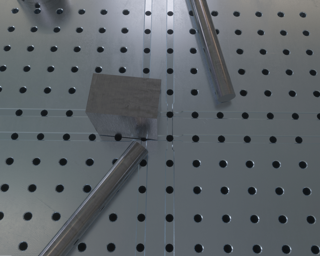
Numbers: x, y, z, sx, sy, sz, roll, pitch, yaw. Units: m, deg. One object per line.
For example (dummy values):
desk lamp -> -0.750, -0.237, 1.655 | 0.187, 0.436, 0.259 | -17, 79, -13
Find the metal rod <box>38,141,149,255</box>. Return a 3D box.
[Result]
metal rod -> -0.116, 0.136, 0.360 | 0.025, 0.025, 0.300 | 36, 74, 12

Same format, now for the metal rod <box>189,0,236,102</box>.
metal rod -> 0.063, -0.179, 0.477 | 0.025, 0.025, 0.299 | -10, 70, -4

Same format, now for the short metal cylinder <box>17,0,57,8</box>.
short metal cylinder -> -0.198, -0.237, 0.483 | 0.081, 0.050, 0.080 | 0, 70, 0

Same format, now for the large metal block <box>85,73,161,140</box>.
large metal block -> -0.041, -0.024, 0.391 | 0.080, 0.080, 0.050 | 5, 70, 2
